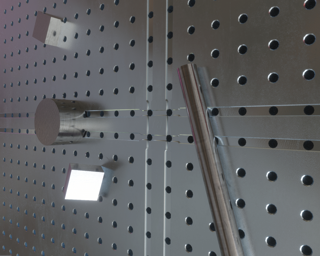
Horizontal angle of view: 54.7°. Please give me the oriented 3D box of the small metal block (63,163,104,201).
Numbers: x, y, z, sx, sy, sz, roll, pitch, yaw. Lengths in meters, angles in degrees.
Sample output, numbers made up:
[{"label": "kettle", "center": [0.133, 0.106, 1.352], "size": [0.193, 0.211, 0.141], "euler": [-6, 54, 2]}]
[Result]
[{"label": "small metal block", "center": [-0.121, 0.085, 0.489], "size": [0.025, 0.050, 0.050], "euler": [41, 118, 60]}]

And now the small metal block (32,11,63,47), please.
[{"label": "small metal block", "center": [-0.213, -0.188, 0.586], "size": [0.050, 0.025, 0.050], "euler": [32, 110, 35]}]

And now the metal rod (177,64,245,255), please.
[{"label": "metal rod", "center": [0.065, 0.069, 0.355], "size": [0.025, 0.025, 0.299], "euler": [-21, 77, 38]}]

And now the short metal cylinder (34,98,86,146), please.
[{"label": "short metal cylinder", "center": [-0.173, -0.010, 0.536], "size": [0.080, 0.050, 0.080], "euler": [0, 90, 40]}]
